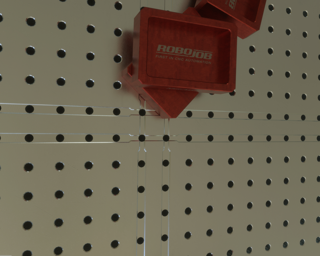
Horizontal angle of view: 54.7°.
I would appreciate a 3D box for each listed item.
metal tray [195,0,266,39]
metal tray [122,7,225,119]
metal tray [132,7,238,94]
[{"bbox_3d":[0.109,-0.204,0.440,0.091,0.030,0.130,23,73,-19],"label":"metal tray"},{"bbox_3d":[0.025,-0.087,0.420,0.090,0.030,0.130,46,75,-15],"label":"metal tray"},{"bbox_3d":[0.033,-0.093,0.390,0.131,0.030,0.089,2,89,-21],"label":"metal tray"}]
